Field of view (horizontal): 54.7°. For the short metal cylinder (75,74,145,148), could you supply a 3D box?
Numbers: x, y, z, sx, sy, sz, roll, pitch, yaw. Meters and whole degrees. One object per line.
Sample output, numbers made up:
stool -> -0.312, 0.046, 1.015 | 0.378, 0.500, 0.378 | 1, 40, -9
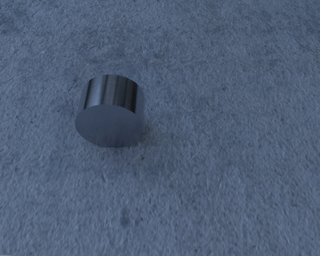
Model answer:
short metal cylinder -> -0.060, -0.019, 0.383 | 0.081, 0.080, 0.050 | 0, 50, 0
